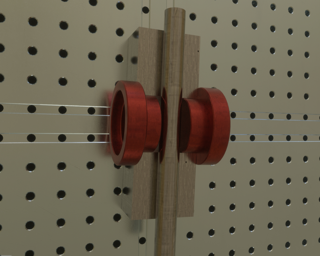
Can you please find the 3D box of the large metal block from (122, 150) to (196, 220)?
[{"bbox_3d":[-0.002,0.069,0.398,0.081,0.050,0.080,3,89,-20],"label":"large metal block"}]

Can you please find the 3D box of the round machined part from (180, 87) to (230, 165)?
[{"bbox_3d":[0.047,-0.002,0.391,0.042,0.098,0.097,2,90,-15],"label":"round machined part"}]

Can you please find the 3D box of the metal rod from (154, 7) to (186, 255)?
[{"bbox_3d":[0.011,0.011,0.363,0.025,0.025,0.298,3,89,-20],"label":"metal rod"}]

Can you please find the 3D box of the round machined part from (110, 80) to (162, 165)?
[{"bbox_3d":[-0.029,-0.005,0.362,0.042,0.098,0.097,2,90,-20],"label":"round machined part"}]

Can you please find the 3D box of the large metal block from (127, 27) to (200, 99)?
[{"bbox_3d":[0.003,-0.078,0.400,0.081,0.050,0.080,2,89,-20],"label":"large metal block"}]
